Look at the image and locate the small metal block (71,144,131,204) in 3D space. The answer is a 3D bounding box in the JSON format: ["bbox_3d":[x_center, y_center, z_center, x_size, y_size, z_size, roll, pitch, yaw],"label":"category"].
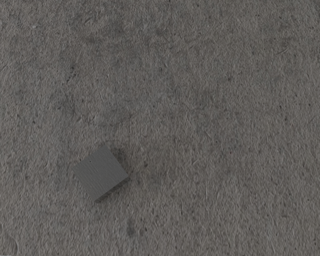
[{"bbox_3d":[-0.073,0.058,0.387,0.050,0.025,0.050,-36,74,-12],"label":"small metal block"}]
